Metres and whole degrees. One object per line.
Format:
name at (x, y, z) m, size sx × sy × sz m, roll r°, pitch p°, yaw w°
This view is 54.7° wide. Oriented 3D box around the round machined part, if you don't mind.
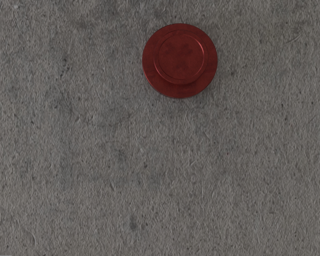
round machined part at (0.026, -0.088, 0.401) m, size 0.099 × 0.042 × 0.097 m, roll 0°, pitch 90°, yaw 0°
